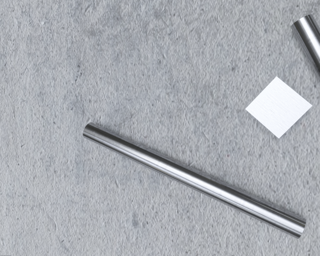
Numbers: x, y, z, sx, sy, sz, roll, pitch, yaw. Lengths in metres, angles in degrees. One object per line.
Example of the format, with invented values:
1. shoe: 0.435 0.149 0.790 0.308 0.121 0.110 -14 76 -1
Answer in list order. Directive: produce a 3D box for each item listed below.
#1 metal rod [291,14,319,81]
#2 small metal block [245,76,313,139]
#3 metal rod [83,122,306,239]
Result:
1. metal rod: 0.221 0.014 0.330 0.025 0.025 0.299 -27 81 18
2. small metal block: 0.137 -0.023 0.361 0.050 0.025 0.050 45 104 14
3. metal rod: 0.029 0.059 0.398 0.301 0.025 0.025 23 98 18
